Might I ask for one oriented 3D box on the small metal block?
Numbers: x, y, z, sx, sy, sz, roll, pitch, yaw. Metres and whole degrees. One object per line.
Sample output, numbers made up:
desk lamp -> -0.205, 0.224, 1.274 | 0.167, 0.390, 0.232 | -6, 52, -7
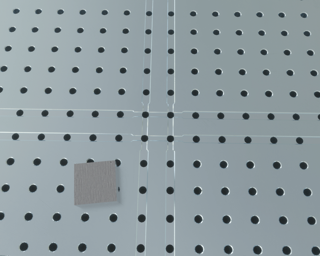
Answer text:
small metal block -> -0.078, 0.070, 0.386 | 0.050, 0.025, 0.050 | -5, 70, -2
